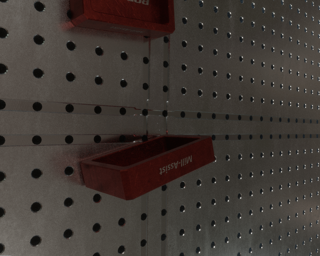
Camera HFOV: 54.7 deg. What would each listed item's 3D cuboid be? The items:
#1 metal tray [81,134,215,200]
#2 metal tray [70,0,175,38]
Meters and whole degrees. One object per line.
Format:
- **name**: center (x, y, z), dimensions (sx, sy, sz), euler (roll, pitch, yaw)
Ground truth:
- **metal tray**: center (-0.012, 0.038, 0.358), dimensions (0.131, 0.090, 0.030), euler (-17, 101, -39)
- **metal tray**: center (-0.041, -0.163, 0.372), dimensions (0.131, 0.030, 0.089), euler (-6, 94, -40)
